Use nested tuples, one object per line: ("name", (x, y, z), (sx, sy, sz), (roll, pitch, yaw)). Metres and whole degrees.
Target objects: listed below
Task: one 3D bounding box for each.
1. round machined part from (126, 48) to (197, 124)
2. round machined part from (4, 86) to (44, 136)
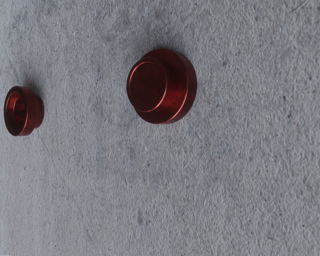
("round machined part", (-0.005, -0.054, 0.398), (0.098, 0.042, 0.097), (0, 90, 40))
("round machined part", (-0.267, -0.033, 0.615), (0.098, 0.042, 0.097), (0, 90, 40))
